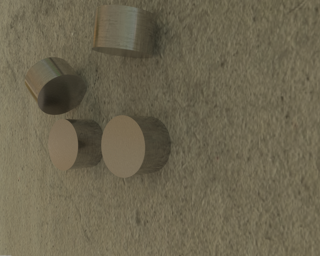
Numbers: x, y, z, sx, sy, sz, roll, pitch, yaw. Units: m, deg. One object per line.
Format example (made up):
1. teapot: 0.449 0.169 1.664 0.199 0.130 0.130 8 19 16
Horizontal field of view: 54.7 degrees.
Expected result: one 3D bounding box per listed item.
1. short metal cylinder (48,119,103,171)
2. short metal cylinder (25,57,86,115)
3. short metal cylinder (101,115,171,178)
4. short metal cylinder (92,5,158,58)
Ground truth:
1. short metal cylinder: -0.134 0.026 0.497 0.080 0.050 0.079 0 90 39
2. short metal cylinder: -0.170 -0.068 0.506 0.050 0.081 0.080 48 118 29
3. short metal cylinder: -0.033 0.023 0.413 0.080 0.050 0.079 0 90 39
4. short metal cylinder: -0.046 -0.123 0.405 0.080 0.081 0.050 11 97 39
